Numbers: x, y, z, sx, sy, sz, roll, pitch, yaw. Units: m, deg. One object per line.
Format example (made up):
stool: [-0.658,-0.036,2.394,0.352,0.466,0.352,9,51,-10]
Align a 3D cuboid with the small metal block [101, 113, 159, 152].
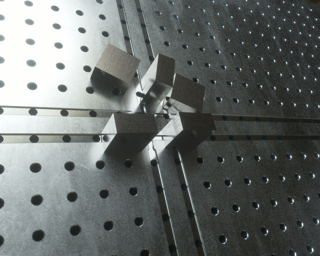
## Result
small metal block: [-0.037,0.006,0.368,0.050,0.050,0.025,0,62,-28]

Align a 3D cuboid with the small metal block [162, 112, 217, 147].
small metal block: [0.037,0.003,0.410,0.050,0.050,0.025,1,61,-28]

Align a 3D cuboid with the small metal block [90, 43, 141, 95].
small metal block: [-0.060,-0.081,0.425,0.050,0.025,0.050,26,53,-12]

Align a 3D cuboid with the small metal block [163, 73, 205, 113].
small metal block: [0.036,-0.046,0.455,0.050,0.025,0.050,23,53,-14]

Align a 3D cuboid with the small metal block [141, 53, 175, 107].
small metal block: [-0.003,-0.066,0.430,0.025,0.050,0.050,18,55,-18]
